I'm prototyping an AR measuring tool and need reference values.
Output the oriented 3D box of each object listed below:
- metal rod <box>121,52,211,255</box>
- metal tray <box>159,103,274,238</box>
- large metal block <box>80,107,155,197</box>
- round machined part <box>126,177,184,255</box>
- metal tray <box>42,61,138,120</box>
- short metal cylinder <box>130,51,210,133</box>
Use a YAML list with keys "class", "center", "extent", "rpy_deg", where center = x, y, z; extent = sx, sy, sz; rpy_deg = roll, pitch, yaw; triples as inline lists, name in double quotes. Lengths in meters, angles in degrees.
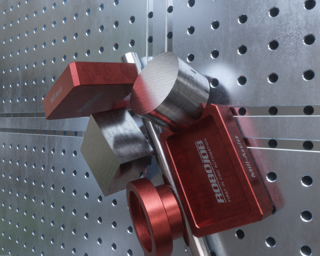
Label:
- class: "metal rod"
  center: [0.005, 0.035, 0.400]
  extent: [0.025, 0.025, 0.299]
  rpy_deg: [-31, 71, 35]
- class: "metal tray"
  center: [0.058, 0.049, 0.353]
  extent: [0.090, 0.030, 0.130]
  rpy_deg: [-31, 71, 35]
- class: "large metal block"
  center: [-0.060, 0.031, 0.414]
  extent: [0.080, 0.050, 0.079]
  rpy_deg: [55, 140, 25]
- class: "round machined part"
  center: [-0.005, 0.107, 0.379]
  extent: [0.098, 0.042, 0.097]
  rpy_deg: [166, 90, -70]
- class: "metal tray"
  center: [-0.097, -0.048, 0.423]
  extent: [0.130, 0.091, 0.030]
  rpy_deg: [-27, 75, 52]
- class: "short metal cylinder"
  center: [0.010, -0.041, 0.361]
  extent: [0.080, 0.050, 0.080]
  rpy_deg: [-31, 45, 36]
